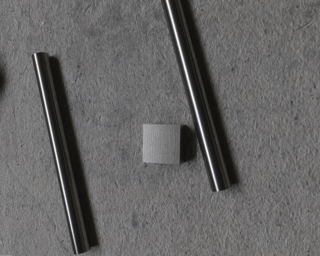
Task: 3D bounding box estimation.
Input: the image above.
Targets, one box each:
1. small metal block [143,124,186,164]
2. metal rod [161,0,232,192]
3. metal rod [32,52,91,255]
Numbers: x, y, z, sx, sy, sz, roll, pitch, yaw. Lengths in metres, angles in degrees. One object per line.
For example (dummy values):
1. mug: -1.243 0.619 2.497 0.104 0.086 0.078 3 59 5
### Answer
1. small metal block: 0.006 0.020 0.407 0.050 0.025 0.050 1 90 20
2. metal rod: 0.039 -0.069 0.395 0.025 0.025 0.298 -16 85 19
3. metal rod: -0.148 0.034 0.460 0.025 0.025 0.298 -15 85 19
